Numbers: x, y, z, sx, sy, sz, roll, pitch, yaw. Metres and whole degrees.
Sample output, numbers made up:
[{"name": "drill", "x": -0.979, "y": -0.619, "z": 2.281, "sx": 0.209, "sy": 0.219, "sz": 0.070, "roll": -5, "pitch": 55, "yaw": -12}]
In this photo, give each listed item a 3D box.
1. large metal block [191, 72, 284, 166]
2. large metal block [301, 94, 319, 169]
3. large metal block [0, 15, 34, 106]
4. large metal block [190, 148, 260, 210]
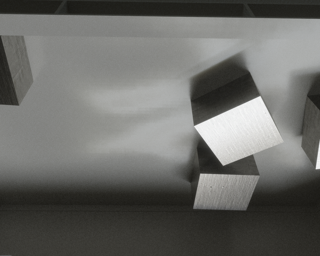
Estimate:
[{"name": "large metal block", "x": 0.095, "y": -0.009, "z": 0.386, "sx": 0.080, "sy": 0.050, "sz": 0.080, "roll": -26, "pitch": 126, "yaw": 20}, {"name": "large metal block", "x": 0.231, "y": 0.001, "z": 0.388, "sx": 0.080, "sy": 0.050, "sz": 0.079, "roll": -7, "pitch": 121, "yaw": 5}, {"name": "large metal block", "x": -0.190, "y": -0.073, "z": 0.329, "sx": 0.081, "sy": 0.050, "sz": 0.079, "roll": 3, "pitch": 130, "yaw": -3}, {"name": "large metal block", "x": 0.092, "y": 0.076, "z": 0.458, "sx": 0.081, "sy": 0.050, "sz": 0.079, "roll": 2, "pitch": 130, "yaw": -2}]
